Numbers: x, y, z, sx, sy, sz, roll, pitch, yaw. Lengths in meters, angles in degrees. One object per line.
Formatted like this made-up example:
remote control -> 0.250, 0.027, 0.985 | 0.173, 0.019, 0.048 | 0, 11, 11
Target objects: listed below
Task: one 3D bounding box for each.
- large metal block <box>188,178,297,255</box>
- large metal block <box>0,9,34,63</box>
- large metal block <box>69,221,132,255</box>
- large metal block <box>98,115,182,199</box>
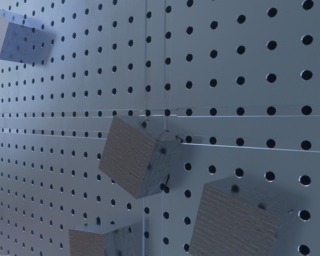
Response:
large metal block -> 0.084, 0.106, 0.323 | 0.080, 0.050, 0.079 | 19, 102, 38
large metal block -> -0.318, -0.194, 0.651 | 0.080, 0.050, 0.079 | 41, 115, 32
large metal block -> -0.089, 0.189, 0.464 | 0.080, 0.050, 0.080 | -8, 85, 39
large metal block -> -0.029, 0.036, 0.415 | 0.080, 0.050, 0.079 | 30, 108, 35
